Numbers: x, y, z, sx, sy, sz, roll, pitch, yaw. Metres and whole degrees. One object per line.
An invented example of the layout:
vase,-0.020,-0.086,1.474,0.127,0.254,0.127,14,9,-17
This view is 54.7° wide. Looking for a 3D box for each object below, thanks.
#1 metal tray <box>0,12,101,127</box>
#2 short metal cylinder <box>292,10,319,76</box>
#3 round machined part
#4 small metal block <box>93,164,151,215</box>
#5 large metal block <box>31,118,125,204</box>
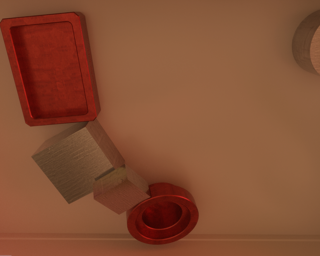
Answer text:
metal tray,-0.130,-0.070,0.380,0.091,0.030,0.129,-5,110,1
short metal cylinder,0.206,-0.099,0.364,0.081,0.050,0.079,0,110,-1
round machined part,0.002,0.116,0.437,0.099,0.042,0.097,-5,123,-7
small metal block,-0.048,0.078,0.391,0.050,0.025,0.050,-32,132,12
large metal block,-0.105,0.041,0.412,0.080,0.050,0.080,-28,108,9
